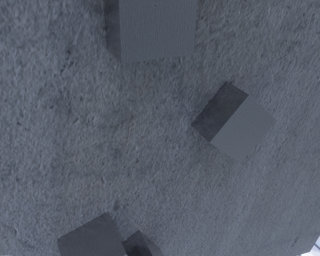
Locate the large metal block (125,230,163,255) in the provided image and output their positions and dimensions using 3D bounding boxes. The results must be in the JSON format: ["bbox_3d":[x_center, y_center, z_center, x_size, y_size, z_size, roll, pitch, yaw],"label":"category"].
[{"bbox_3d":[-0.020,0.227,0.502,0.050,0.080,0.080,-37,130,-4],"label":"large metal block"}]

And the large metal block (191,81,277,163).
[{"bbox_3d":[0.106,-0.007,0.446,0.080,0.050,0.080,31,101,-38],"label":"large metal block"}]

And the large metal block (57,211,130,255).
[{"bbox_3d":[-0.089,0.179,0.435,0.080,0.080,0.050,-27,128,-12],"label":"large metal block"}]

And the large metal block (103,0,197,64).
[{"bbox_3d":[-0.011,-0.116,0.314,0.081,0.050,0.079,-13,124,-22],"label":"large metal block"}]
